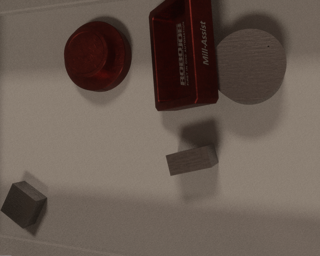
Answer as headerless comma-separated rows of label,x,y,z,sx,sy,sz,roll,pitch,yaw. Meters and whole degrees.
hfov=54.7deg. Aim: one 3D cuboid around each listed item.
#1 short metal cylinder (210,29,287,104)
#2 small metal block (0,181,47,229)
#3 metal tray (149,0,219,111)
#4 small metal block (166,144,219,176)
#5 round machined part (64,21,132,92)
short metal cylinder,0.103,-0.068,0.361,0.080,0.050,0.079,0,90,19
small metal block,-0.213,0.119,0.483,0.050,0.025,0.050,30,100,17
metal tray,0.025,-0.089,0.371,0.090,0.030,0.129,-7,87,59
small metal block,0.041,0.038,0.382,0.050,0.050,0.025,-15,85,19
round machined part,-0.093,-0.101,0.433,0.098,0.042,0.097,0,90,19
